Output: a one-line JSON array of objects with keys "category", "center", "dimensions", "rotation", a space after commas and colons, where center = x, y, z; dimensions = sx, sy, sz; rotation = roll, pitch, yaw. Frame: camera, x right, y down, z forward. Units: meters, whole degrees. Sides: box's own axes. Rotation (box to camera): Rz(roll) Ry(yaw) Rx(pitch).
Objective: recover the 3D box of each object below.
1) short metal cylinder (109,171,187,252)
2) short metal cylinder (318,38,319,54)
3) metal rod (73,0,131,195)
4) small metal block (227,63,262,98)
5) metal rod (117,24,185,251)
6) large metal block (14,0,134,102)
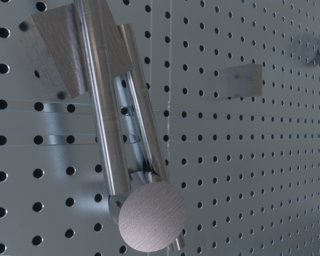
[{"category": "short metal cylinder", "center": [-0.015, 0.096, 0.365], "dimensions": [0.081, 0.050, 0.079], "rotation": [-2, 97, -21]}, {"category": "short metal cylinder", "center": [0.425, -0.196, 0.730], "dimensions": [0.050, 0.080, 0.079], "rotation": [1, 90, -40]}, {"category": "metal rod", "center": [-0.063, -0.084, 0.291], "dimensions": [0.025, 0.025, 0.298], "rotation": [-14, 99, -39]}, {"category": "small metal block", "center": [0.139, -0.077, 0.510], "dimensions": [0.025, 0.050, 0.050], "rotation": [0, 90, -40]}, {"category": "metal rod", "center": [-0.012, 0.021, 0.399], "dimensions": [0.025, 0.025, 0.298], "rotation": [-23, 104, -38]}, {"category": "large metal block", "center": [-0.086, -0.081, 0.321], "dimensions": [0.081, 0.050, 0.080], "rotation": [-35, 112, -35]}]
